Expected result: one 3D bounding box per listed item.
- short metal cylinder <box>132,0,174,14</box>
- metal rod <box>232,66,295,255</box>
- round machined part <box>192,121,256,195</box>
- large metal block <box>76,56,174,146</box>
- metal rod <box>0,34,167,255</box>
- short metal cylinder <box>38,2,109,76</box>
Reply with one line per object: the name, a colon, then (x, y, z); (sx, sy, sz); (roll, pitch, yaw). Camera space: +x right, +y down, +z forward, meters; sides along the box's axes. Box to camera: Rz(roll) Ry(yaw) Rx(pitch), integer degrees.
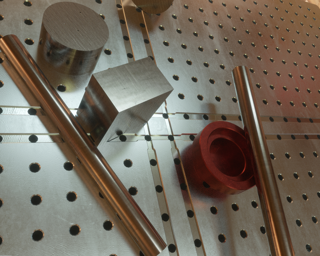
short metal cylinder: (-0.008, -0.239, 0.515); (0.080, 0.080, 0.050); (31, 52, -9)
metal rod: (0.130, 0.043, 0.397); (0.025, 0.025, 0.299); (11, 57, -23)
round machined part: (0.085, 0.043, 0.417); (0.099, 0.042, 0.098); (14, 56, -21)
large metal block: (-0.043, -0.032, 0.369); (0.081, 0.080, 0.050); (-27, 77, -37)
metal rod: (-0.093, 0.014, 0.349); (0.025, 0.025, 0.300); (-31, 79, -38)
short metal cylinder: (-0.112, -0.115, 0.402); (0.081, 0.050, 0.080); (13, 56, -21)
